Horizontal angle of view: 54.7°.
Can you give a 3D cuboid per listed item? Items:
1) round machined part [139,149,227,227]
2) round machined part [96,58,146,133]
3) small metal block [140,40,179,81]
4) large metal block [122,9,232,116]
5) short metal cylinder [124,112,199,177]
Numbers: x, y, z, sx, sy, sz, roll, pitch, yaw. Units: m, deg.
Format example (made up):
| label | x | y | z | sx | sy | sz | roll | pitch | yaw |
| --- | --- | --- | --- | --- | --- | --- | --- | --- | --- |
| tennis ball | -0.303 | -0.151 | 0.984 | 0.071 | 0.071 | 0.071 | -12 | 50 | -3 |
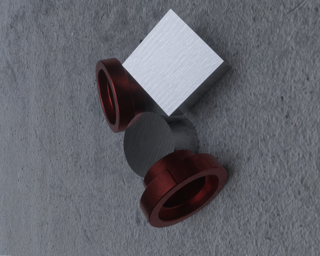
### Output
| label | x | y | z | sx | sy | sz | roll | pitch | yaw |
| --- | --- | --- | --- | --- | --- | --- | --- | --- | --- |
| round machined part | 0.021 | 0.061 | 0.339 | 0.097 | 0.099 | 0.042 | -56 | 51 | 25 |
| round machined part | -0.051 | -0.045 | 0.415 | 0.098 | 0.042 | 0.097 | 166 | 90 | -69 |
| small metal block | -0.003 | -0.088 | 0.405 | 0.050 | 0.025 | 0.050 | 13 | 98 | 39 |
| large metal block | 0.020 | -0.070 | 0.350 | 0.080 | 0.050 | 0.080 | -45 | 78 | 18 |
| short metal cylinder | 0.001 | 0.020 | 0.386 | 0.080 | 0.050 | 0.079 | 0 | 90 | 39 |
